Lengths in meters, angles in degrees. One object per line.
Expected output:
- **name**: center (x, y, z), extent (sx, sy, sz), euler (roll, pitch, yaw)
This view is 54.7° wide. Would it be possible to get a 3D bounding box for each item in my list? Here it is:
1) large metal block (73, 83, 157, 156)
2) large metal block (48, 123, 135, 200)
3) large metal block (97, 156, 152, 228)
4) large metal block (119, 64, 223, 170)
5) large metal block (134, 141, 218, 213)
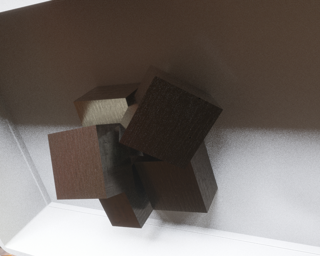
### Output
- **large metal block**: center (-0.055, -0.011, 0.412), extent (0.080, 0.050, 0.080), euler (-1, 118, 28)
- **large metal block**: center (-0.083, 0.040, 0.373), extent (0.080, 0.050, 0.080), euler (-10, 88, 32)
- **large metal block**: center (-0.043, 0.083, 0.443), extent (0.050, 0.080, 0.080), euler (-7, 115, 31)
- **large metal block**: center (0.009, -0.012, 0.344), extent (0.080, 0.050, 0.080), euler (24, 109, -17)
- **large metal block**: center (0.023, 0.064, 0.414), extent (0.080, 0.050, 0.080), euler (-5, 116, 30)
